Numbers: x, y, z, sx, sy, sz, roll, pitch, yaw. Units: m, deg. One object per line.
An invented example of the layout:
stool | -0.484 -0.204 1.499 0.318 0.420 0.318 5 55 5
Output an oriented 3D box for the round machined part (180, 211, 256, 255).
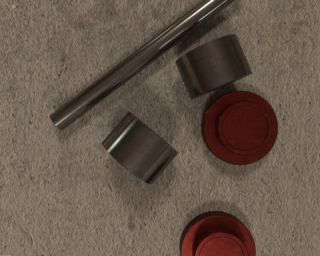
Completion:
round machined part | 0.076 0.162 0.403 0.099 0.042 0.097 0 90 -1

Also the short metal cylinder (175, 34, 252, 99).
short metal cylinder | 0.066 -0.074 0.383 0.080 0.080 0.050 -23 90 0

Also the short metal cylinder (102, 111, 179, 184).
short metal cylinder | -0.024 0.024 0.382 0.080 0.080 0.050 40 90 -1

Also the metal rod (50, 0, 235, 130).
metal rod | -0.017 -0.097 0.409 0.301 0.025 0.025 -37 90 -1

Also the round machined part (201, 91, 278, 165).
round machined part | 0.105 0.000 0.403 0.099 0.042 0.097 0 90 -1
